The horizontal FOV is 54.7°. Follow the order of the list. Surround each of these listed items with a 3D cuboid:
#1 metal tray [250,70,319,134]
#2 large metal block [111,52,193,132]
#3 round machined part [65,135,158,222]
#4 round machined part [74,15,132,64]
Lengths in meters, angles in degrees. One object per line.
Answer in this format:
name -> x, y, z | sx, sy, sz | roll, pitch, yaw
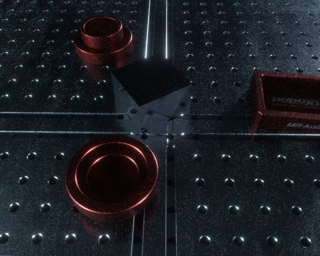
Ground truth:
metal tray -> 0.198, -0.037, 0.436 | 0.131, 0.030, 0.090 | 5, 50, 4
large metal block -> -0.012, -0.052, 0.435 | 0.081, 0.050, 0.080 | -25, 55, -20
round machined part -> -0.051, 0.059, 0.347 | 0.099, 0.042, 0.098 | 0, 50, 0
round machined part -> -0.097, -0.155, 0.526 | 0.099, 0.042, 0.098 | 0, 50, 0
